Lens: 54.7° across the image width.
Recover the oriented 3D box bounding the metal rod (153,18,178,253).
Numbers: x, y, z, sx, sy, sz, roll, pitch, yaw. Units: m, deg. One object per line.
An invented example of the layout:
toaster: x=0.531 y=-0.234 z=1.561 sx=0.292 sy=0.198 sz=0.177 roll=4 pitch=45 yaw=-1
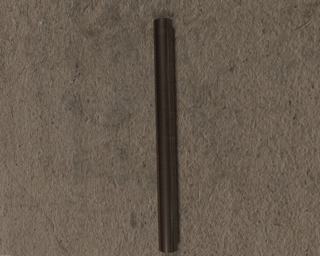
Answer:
metal rod: x=0.007 y=0.009 z=0.405 sx=0.025 sy=0.025 sz=0.298 roll=-2 pitch=89 yaw=19
